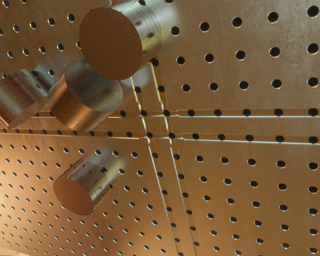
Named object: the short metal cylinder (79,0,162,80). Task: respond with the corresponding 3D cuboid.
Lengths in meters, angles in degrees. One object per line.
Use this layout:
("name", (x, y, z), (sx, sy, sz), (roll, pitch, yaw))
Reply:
("short metal cylinder", (-0.044, -0.101, 0.356), (0.080, 0.050, 0.079), (13, 124, 21))

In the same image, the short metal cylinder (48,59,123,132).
("short metal cylinder", (-0.096, -0.042, 0.400), (0.080, 0.080, 0.050), (47, 129, -5))

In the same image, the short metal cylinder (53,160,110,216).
("short metal cylinder", (-0.133, 0.102, 0.528), (0.080, 0.050, 0.079), (13, 124, 21))

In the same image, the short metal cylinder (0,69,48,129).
("short metal cylinder", (-0.210, -0.043, 0.460), (0.050, 0.080, 0.080), (50, 129, -7))
